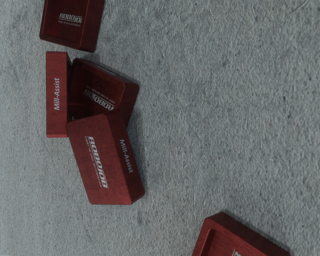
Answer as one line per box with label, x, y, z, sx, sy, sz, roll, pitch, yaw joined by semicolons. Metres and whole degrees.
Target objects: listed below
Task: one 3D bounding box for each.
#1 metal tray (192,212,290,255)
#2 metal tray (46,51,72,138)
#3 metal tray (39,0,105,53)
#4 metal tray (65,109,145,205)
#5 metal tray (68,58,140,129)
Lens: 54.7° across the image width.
metal tray;0.075;0.172;0.339;0.090;0.030;0.129;26;107;37
metal tray;-0.162;-0.050;0.502;0.090;0.030;0.129;178;92;-79
metal tray;-0.154;-0.185;0.528;0.130;0.030;0.089;23;105;37
metal tray;-0.080;0.044;0.446;0.090;0.030;0.129;-11;98;38
metal tray;-0.097;-0.047;0.481;0.130;0.030;0.089;31;109;35
